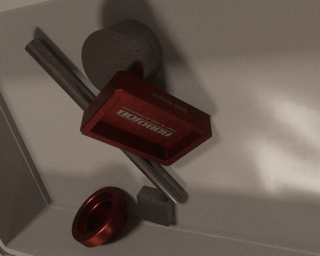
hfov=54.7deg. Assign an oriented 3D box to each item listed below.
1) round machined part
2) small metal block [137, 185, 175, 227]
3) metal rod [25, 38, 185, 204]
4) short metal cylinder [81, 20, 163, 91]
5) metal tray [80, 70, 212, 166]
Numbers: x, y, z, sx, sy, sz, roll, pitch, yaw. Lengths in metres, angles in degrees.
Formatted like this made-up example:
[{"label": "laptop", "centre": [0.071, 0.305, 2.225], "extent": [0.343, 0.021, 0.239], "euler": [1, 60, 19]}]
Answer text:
[{"label": "round machined part", "centre": [-0.091, 0.147, 0.502], "extent": [0.098, 0.098, 0.042], "euler": [-18, 126, 35]}, {"label": "small metal block", "centre": [-0.006, 0.122, 0.486], "extent": [0.050, 0.025, 0.050], "euler": [9, 122, 23]}, {"label": "metal rod", "centre": [-0.074, -0.006, 0.442], "extent": [0.300, 0.025, 0.025], "euler": [47, 129, -6]}, {"label": "short metal cylinder", "centre": [-0.043, -0.081, 0.364], "extent": [0.080, 0.050, 0.079], "euler": [13, 124, 20]}, {"label": "metal tray", "centre": [-0.015, -0.004, 0.368], "extent": [0.131, 0.030, 0.090], "euler": [24, 135, -28]}]
